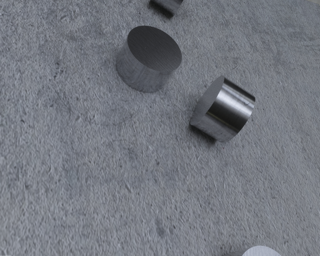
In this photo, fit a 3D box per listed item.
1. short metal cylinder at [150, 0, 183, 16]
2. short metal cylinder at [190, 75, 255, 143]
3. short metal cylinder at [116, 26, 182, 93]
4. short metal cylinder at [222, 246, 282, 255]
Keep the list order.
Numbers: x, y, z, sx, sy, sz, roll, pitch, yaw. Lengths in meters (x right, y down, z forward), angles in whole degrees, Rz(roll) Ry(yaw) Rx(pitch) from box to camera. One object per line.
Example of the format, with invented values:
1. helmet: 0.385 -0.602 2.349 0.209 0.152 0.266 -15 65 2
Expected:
1. short metal cylinder: 0.024 -0.241 0.528 0.050 0.080 0.080 31 52 -8
2. short metal cylinder: 0.085 -0.026 0.430 0.050 0.080 0.080 31 52 -8
3. short metal cylinder: -0.016 -0.096 0.438 0.081 0.050 0.080 14 56 -21
4. short metal cylinder: 0.101 0.174 0.336 0.081 0.050 0.080 14 56 -21
